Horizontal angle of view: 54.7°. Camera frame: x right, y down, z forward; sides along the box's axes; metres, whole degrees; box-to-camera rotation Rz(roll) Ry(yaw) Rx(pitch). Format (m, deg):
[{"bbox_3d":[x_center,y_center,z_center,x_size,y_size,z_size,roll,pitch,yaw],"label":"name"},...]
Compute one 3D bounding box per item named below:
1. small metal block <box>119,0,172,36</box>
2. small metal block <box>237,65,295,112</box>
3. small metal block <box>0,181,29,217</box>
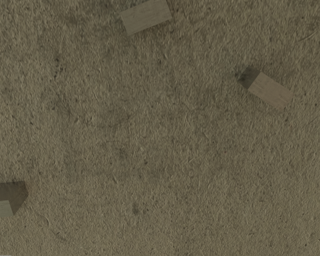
[{"bbox_3d":[-0.015,-0.127,0.349,0.050,0.050,0.025,-20,109,7],"label":"small metal block"},{"bbox_3d":[0.128,-0.050,0.379,0.050,0.050,0.025,30,107,-11],"label":"small metal block"},{"bbox_3d":[-0.221,0.099,0.431,0.050,0.050,0.025,-6,110,2],"label":"small metal block"}]
